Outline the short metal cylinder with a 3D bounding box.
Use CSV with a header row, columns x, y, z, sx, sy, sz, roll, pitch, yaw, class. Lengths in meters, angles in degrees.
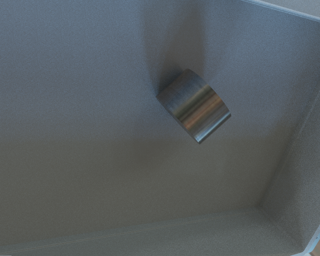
x,y,z,sx,sy,sz,roll,pitch,yaw,class
0.040,-0.026,0.378,0.050,0.080,0.080,-42,129,1,short metal cylinder
